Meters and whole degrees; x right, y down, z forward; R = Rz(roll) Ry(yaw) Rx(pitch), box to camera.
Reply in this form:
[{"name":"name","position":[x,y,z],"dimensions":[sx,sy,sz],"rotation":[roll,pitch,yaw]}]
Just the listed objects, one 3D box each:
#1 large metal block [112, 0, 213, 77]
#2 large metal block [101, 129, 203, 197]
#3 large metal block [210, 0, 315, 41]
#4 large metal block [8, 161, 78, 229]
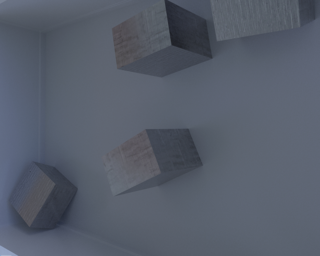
[{"name":"large metal block","position":[0.003,-0.100,0.367],"dimensions":[0.080,0.081,0.050],"rotation":[-13,82,39]},{"name":"large metal block","position":[-0.009,0.041,0.377],"dimensions":[0.080,0.081,0.050],"rotation":[-32,71,35]},{"name":"large metal block","position":[0.095,-0.133,0.294],"dimensions":[0.080,0.050,0.079],"rotation":[2,113,39]},{"name":"large metal block","position":[-0.204,0.116,0.540],"dimensions":[0.080,0.050,0.080],"rotation":[30,88,36]}]
